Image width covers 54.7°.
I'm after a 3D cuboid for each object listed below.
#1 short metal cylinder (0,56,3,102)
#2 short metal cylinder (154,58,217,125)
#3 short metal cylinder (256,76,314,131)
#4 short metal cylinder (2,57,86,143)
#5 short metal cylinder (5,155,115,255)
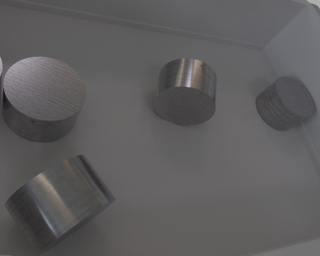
[{"bbox_3d":[-0.204,-0.050,0.310,0.081,0.050,0.080,14,56,-21],"label":"short metal cylinder"},{"bbox_3d":[0.035,-0.047,0.418,0.080,0.080,0.050,21,54,-16],"label":"short metal cylinder"},{"bbox_3d":[0.212,-0.041,0.529,0.081,0.050,0.080,14,56,-21],"label":"short metal cylinder"},{"bbox_3d":[-0.127,-0.031,0.340,0.081,0.050,0.080,14,56,-21],"label":"short metal cylinder"},{"bbox_3d":[-0.088,0.069,0.281,0.081,0.080,0.050,-31,79,-38],"label":"short metal cylinder"}]
